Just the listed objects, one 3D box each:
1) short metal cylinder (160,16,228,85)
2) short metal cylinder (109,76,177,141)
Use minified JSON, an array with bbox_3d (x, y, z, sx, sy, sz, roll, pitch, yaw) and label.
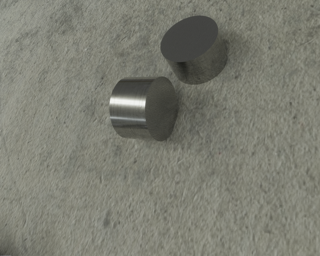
[{"bbox_3d":[0.048,-0.107,0.427,0.080,0.050,0.080,-13,56,20],"label":"short metal cylinder"},{"bbox_3d":[-0.019,-0.025,0.392,0.050,0.080,0.080,4,64,30],"label":"short metal cylinder"}]
